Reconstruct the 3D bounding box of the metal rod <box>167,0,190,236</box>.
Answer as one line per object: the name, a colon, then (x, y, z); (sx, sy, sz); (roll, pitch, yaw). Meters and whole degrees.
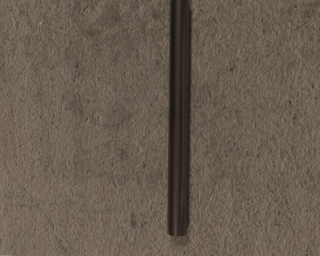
metal rod: (0.024, -0.013, 0.399); (0.025, 0.025, 0.298); (1, 90, 19)
